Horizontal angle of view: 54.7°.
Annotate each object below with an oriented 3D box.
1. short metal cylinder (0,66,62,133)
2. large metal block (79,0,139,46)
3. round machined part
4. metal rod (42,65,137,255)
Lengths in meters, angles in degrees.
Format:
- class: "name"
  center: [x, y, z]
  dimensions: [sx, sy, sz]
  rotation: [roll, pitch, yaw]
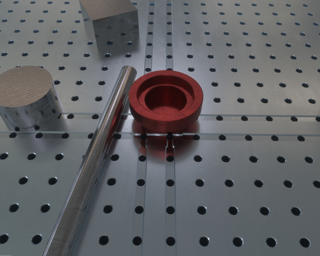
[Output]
- class: "short metal cylinder"
  center: [-0.182, -0.040, 0.424]
  dimensions: [0.081, 0.050, 0.080]
  rotation: [0, 50, 0]
- class: "large metal block"
  center: [-0.091, -0.200, 0.559]
  dimensions: [0.081, 0.050, 0.080]
  rotation: [-20, 53, -16]
- class: "round machined part"
  center: [0.008, -0.032, 0.423]
  dimensions: [0.099, 0.042, 0.098]
  rotation: [0, 50, 0]
- class: "metal rod"
  center: [-0.076, 0.026, 0.385]
  dimensions: [0.025, 0.025, 0.300]
  rotation: [9, 50, 7]
